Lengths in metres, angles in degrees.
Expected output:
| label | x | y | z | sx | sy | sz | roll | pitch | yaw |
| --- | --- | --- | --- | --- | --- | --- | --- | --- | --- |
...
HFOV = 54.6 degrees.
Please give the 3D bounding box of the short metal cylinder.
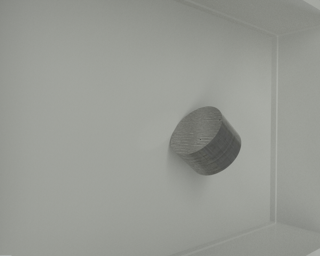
| label | x | y | z | sx | sy | sz | roll | pitch | yaw |
| --- | --- | --- | --- | --- | --- | --- | --- | --- | --- |
| short metal cylinder | 0.062 | 0.017 | 0.422 | 0.050 | 0.080 | 0.080 | 45 | 63 | -31 |
